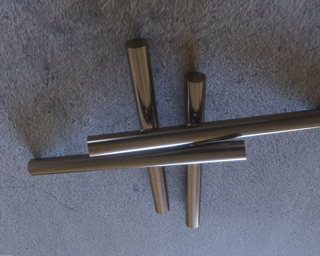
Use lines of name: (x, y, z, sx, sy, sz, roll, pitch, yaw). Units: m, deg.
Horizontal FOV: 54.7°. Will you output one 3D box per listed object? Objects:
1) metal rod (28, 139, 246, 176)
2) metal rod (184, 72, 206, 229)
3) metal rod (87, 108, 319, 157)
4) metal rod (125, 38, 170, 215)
metal rod: (-0.041, 0.042, 0.413, 0.301, 0.025, 0.025, -6, 131, 16)
metal rod: (0.049, 0.055, 0.454, 0.025, 0.025, 0.298, -3, 130, 2)
metal rod: (0.066, 0.004, 0.381, 0.302, 0.025, 0.025, -7, 131, -7)
metal rod: (-0.010, 0.022, 0.426, 0.025, 0.025, 0.298, -5, 130, 3)
